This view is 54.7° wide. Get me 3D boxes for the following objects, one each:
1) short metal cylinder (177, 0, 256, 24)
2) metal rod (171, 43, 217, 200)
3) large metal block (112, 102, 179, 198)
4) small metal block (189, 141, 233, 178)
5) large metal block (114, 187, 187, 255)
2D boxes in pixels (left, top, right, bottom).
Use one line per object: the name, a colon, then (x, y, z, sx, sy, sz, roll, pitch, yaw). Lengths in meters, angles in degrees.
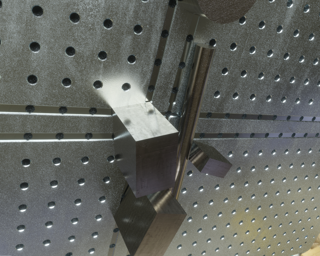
short metal cylinder: (0.061, -0.158, 0.332, 0.081, 0.050, 0.079, -14, 125, -21)
metal rod: (0.032, 0.030, 0.448, 0.025, 0.025, 0.298, -4, 120, -27)
large metal block: (-0.020, 0.024, 0.381, 0.050, 0.080, 0.079, -12, 124, -22)
small metal block: (0.072, 0.047, 0.465, 0.050, 0.050, 0.025, 19, 108, -36)
large metal block: (-0.017, 0.127, 0.447, 0.050, 0.080, 0.080, 14, 111, -34)
